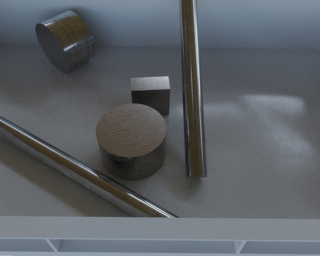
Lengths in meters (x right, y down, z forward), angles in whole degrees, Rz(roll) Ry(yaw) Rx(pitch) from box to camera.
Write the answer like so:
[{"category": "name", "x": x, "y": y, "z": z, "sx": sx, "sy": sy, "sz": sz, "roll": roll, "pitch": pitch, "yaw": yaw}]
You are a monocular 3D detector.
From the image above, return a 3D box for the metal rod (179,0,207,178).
[{"category": "metal rod", "x": 0.040, "y": -0.087, "z": 0.401, "sx": 0.025, "sy": 0.025, "sz": 0.299, "roll": -1, "pitch": 74, "yaw": -1}]

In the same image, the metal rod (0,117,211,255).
[{"category": "metal rod", "x": -0.083, "y": 0.057, "z": 0.355, "sx": 0.301, "sy": 0.025, "sz": 0.025, "roll": 25, "pitch": 54, "yaw": 19}]

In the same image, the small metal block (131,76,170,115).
[{"category": "small metal block", "x": -0.013, "y": -0.043, "z": 0.424, "sx": 0.050, "sy": 0.050, "sz": 0.025, "roll": -3, "pitch": 50, "yaw": -3}]

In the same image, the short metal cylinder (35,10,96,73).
[{"category": "short metal cylinder", "x": -0.146, "y": -0.133, "z": 0.479, "sx": 0.080, "sy": 0.080, "sz": 0.050, "roll": 36, "pitch": 59, "yaw": 26}]

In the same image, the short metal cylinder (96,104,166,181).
[{"category": "short metal cylinder", "x": -0.033, "y": 0.016, "z": 0.375, "sx": 0.081, "sy": 0.050, "sz": 0.080, "roll": 0, "pitch": 50, "yaw": 0}]
